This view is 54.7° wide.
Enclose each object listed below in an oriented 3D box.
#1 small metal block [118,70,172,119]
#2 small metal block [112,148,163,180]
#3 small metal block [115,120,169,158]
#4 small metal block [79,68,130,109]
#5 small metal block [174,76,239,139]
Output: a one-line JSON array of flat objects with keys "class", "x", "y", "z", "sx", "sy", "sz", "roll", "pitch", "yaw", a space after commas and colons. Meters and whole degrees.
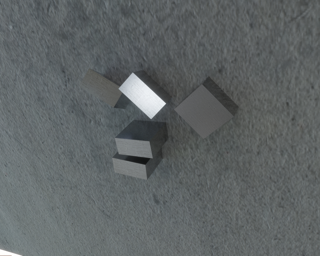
[{"class": "small metal block", "x": -0.016, "y": -0.041, "z": 0.368, "sx": 0.050, "sy": 0.050, "sz": 0.025, "roll": 43, "pitch": 107, "yaw": -2}, {"class": "small metal block", "x": -0.030, "y": 0.042, "z": 0.431, "sx": 0.050, "sy": 0.050, "sz": 0.025, "roll": 9, "pitch": 122, "yaw": 23}, {"class": "small metal block", "x": -0.023, "y": 0.013, "z": 0.410, "sx": 0.050, "sy": 0.050, "sz": 0.025, "roll": 4, "pitch": 120, "yaw": 25}, {"class": "small metal block", "x": -0.065, "y": -0.048, "z": 0.390, "sx": 0.050, "sy": 0.050, "sz": 0.025, "roll": 31, "pitch": 96, "yaw": 7}, {"class": "small metal block", "x": 0.054, "y": -0.023, "z": 0.363, "sx": 0.050, "sy": 0.025, "sz": 0.050, "roll": 45, "pitch": 129, "yaw": -4}]
